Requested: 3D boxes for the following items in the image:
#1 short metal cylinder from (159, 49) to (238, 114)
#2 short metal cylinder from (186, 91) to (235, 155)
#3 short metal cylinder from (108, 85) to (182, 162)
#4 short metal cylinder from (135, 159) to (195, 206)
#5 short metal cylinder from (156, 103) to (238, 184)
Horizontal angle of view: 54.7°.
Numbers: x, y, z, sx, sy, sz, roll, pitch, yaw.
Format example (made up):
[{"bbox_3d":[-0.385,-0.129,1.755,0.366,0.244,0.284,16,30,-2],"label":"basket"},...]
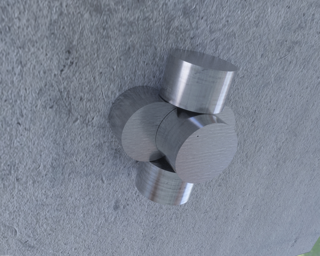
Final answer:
[{"bbox_3d":[0.044,-0.057,0.364,0.081,0.080,0.050,0,119,-29],"label":"short metal cylinder"},{"bbox_3d":[0.053,-0.007,0.419,0.081,0.050,0.079,-14,125,-21],"label":"short metal cylinder"},{"bbox_3d":[-0.017,-0.006,0.380,0.081,0.050,0.079,-14,125,-21],"label":"short metal cylinder"},{"bbox_3d":[0.011,0.058,0.417,0.081,0.080,0.050,0,118,-29],"label":"short metal cylinder"},{"bbox_3d":[0.042,0.018,0.362,0.081,0.050,0.079,-14,125,-21],"label":"short metal cylinder"}]
